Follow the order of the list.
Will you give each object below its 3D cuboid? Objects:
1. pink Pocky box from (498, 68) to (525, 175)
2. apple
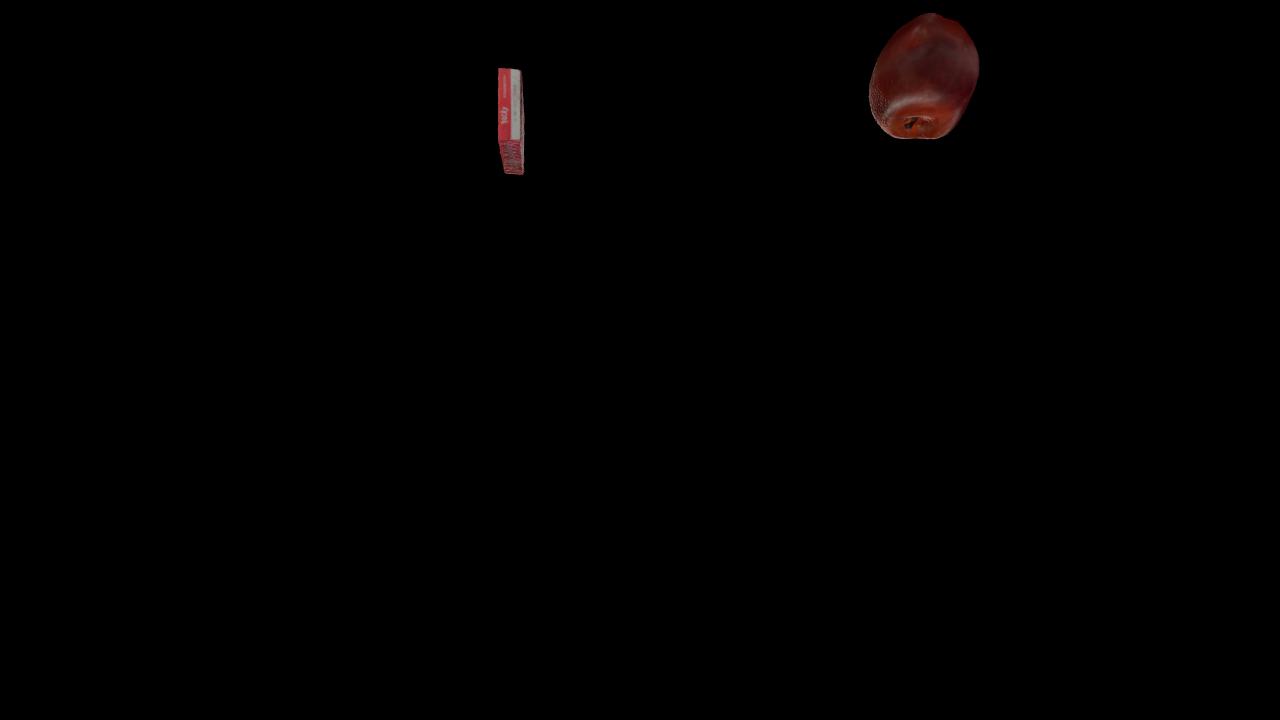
[{"bbox_3d":[-0.162,-0.295,0.778,0.029,0.084,0.155,1,3,-9],"label":"pink Pocky box"},{"bbox_3d":[0.216,-0.215,0.471,0.079,0.093,0.079,14,-13,3],"label":"apple"}]
